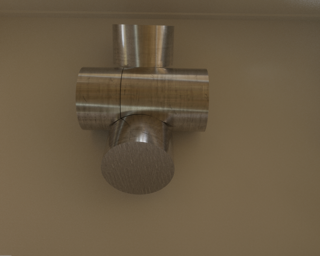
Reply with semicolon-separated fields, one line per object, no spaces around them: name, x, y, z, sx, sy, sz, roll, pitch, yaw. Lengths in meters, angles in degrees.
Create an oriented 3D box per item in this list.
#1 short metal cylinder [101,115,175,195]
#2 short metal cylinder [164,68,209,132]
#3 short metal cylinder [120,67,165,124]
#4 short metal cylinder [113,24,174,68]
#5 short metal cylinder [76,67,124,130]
short metal cylinder;-0.024;0.031;0.359;0.081;0.079;0.050;0;36;0
short metal cylinder;0.031;-0.035;0.392;0.050;0.080;0.080;1;70;1
short metal cylinder;-0.019;-0.036;0.391;0.050;0.080;0.080;1;70;1
short metal cylinder;-0.022;-0.110;0.411;0.080;0.080;0.050;2;108;0
short metal cylinder;-0.070;-0.037;0.392;0.050;0.080;0.080;1;70;1
